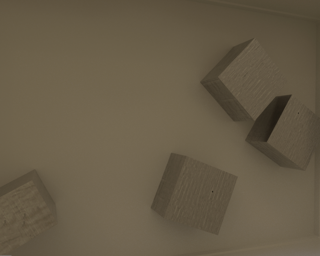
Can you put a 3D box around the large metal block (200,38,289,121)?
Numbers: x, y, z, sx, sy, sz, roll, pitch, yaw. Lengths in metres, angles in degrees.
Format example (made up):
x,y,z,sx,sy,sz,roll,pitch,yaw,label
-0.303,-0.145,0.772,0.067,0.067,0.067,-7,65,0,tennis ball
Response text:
x,y,z,sx,sy,sz,roll,pitch,yaw,label
0.119,-0.066,0.441,0.080,0.050,0.080,-47,105,-14,large metal block

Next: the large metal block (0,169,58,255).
x,y,z,sx,sy,sz,roll,pitch,yaw,label
-0.158,0.090,0.323,0.080,0.080,0.050,-29,100,-18,large metal block

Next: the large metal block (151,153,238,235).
x,y,z,sx,sy,sz,roll,pitch,yaw,label
0.045,0.086,0.414,0.080,0.050,0.080,23,82,-19,large metal block

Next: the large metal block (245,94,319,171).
x,y,z,sx,sy,sz,roll,pitch,yaw,label
0.190,0.007,0.467,0.080,0.050,0.080,34,79,-17,large metal block
